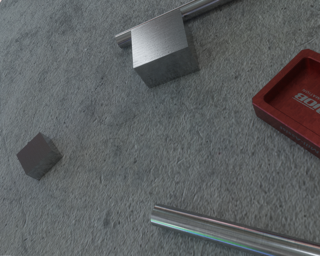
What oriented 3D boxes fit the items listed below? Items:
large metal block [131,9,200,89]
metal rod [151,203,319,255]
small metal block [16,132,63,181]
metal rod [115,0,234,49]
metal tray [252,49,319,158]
[{"bbox_3d":[0.007,-0.115,0.453,0.080,0.050,0.080,-18,55,17],"label":"large metal block"},{"bbox_3d":[0.126,0.110,0.269,0.300,0.025,0.025,6,65,30],"label":"metal rod"},{"bbox_3d":[-0.184,0.043,0.472,0.050,0.025,0.050,-45,51,-4],"label":"small metal block"},{"bbox_3d":[0.067,-0.193,0.486,0.301,0.025,0.025,-19,55,16],"label":"metal rod"},{"bbox_3d":[0.175,-0.019,0.320,0.090,0.030,0.130,-44,51,-3],"label":"metal tray"}]
